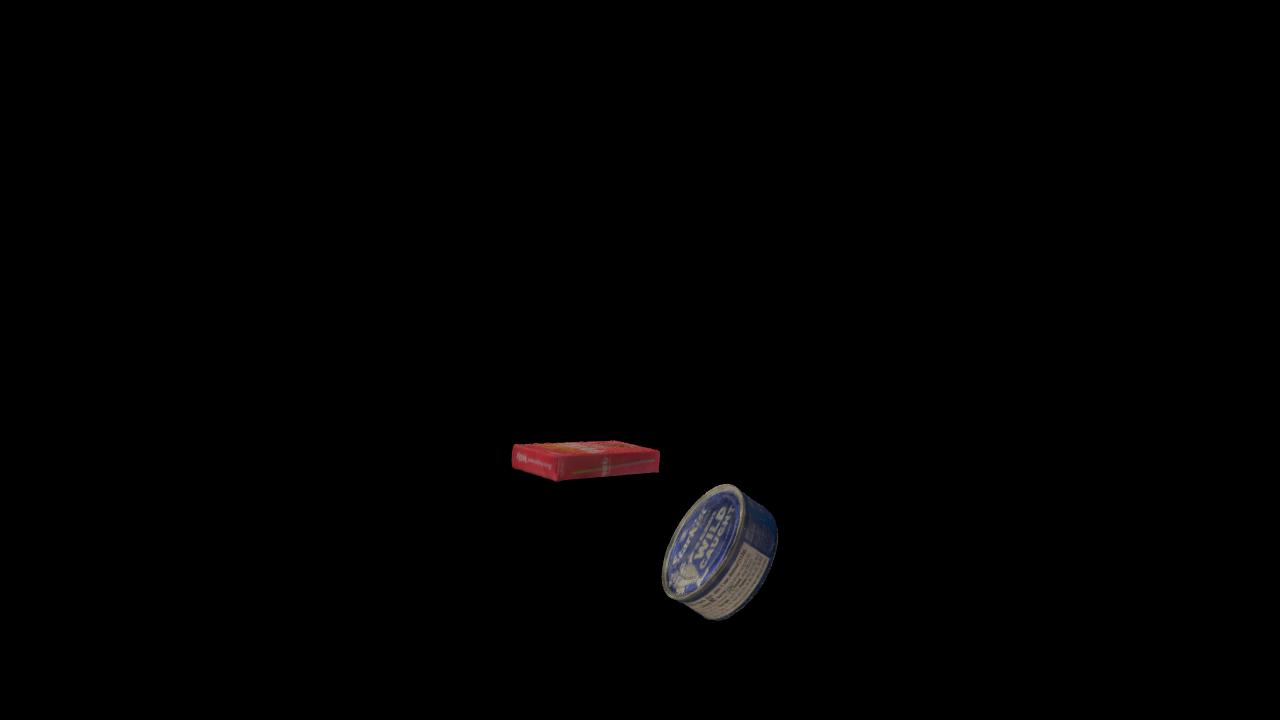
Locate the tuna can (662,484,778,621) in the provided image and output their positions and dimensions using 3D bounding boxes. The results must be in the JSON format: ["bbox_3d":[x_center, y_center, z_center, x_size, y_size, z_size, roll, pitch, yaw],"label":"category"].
[{"bbox_3d":[0.053,0.127,0.411,0.034,0.084,0.084,35,-9,-13],"label":"tuna can"}]

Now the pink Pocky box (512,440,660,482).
[{"bbox_3d":[-0.059,0.112,0.701,0.155,0.029,0.084,5,-1,-44],"label":"pink Pocky box"}]
